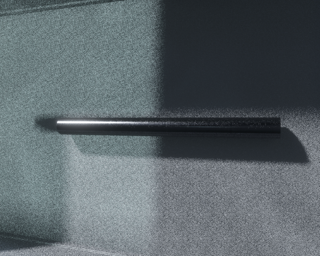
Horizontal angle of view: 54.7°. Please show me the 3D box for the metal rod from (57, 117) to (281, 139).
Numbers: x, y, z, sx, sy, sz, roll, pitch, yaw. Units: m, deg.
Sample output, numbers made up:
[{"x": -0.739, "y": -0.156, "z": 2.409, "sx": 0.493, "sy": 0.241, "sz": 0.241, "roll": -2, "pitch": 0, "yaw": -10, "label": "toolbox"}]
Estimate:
[{"x": -0.003, "y": -0.001, "z": 0.408, "sx": 0.301, "sy": 0.025, "sz": 0.025, "roll": 1, "pitch": 90, "yaw": 19, "label": "metal rod"}]
